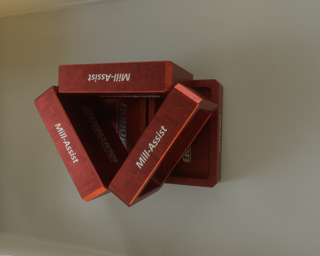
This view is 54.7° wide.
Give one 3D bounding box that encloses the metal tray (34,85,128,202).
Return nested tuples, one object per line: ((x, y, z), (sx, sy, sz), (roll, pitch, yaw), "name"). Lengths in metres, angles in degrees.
((-0.083, 0.015, 0.371), (0.030, 0.090, 0.130), (-33, 80, 18), "metal tray")

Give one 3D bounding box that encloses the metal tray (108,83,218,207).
((0.007, 0.018, 0.339), (0.030, 0.090, 0.129), (37, 102, 16), "metal tray")

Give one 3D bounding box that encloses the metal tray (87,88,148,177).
((-0.055, 0.003, 0.427), (0.090, 0.030, 0.129), (1, 89, 20), "metal tray")

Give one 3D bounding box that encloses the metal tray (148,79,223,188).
((0.031, 0.006, 0.396), (0.090, 0.030, 0.129), (1, 90, 20), "metal tray")

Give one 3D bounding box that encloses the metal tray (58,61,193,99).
((-0.036, -0.051, 0.354), (0.130, 0.090, 0.030), (2, 91, 20), "metal tray")
